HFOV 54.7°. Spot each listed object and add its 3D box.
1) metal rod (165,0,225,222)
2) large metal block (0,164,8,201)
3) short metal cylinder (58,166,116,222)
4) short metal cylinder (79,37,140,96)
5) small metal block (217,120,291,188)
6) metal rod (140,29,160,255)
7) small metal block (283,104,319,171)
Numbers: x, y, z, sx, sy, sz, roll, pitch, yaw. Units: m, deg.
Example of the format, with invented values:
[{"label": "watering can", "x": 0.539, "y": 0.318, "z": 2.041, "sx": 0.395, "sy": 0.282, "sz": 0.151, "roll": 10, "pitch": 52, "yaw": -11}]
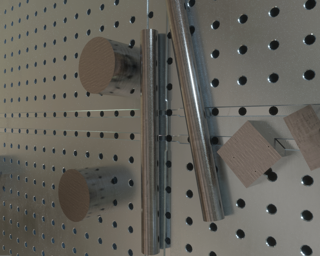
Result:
[{"label": "metal rod", "x": 0.039, "y": -0.041, "z": 0.377, "sx": 0.025, "sy": 0.025, "sz": 0.298, "roll": -16, "pitch": 80, "yaw": 39}, {"label": "large metal block", "x": -0.412, "y": 0.122, "z": 0.734, "sx": 0.080, "sy": 0.050, "sz": 0.079, "roll": 35, "pitch": 112, "yaw": 34}, {"label": "short metal cylinder", "x": -0.116, "y": 0.102, "z": 0.489, "sx": 0.080, "sy": 0.050, "sz": 0.080, "roll": 0, "pitch": 90, "yaw": 40}, {"label": "short metal cylinder", "x": -0.074, "y": -0.088, "z": 0.455, "sx": 0.080, "sy": 0.050, "sz": 0.080, "roll": 0, "pitch": 90, "yaw": 40}, {"label": "small metal block", "x": 0.098, "y": 0.027, "z": 0.329, "sx": 0.050, "sy": 0.025, "sz": 0.050, "roll": -51, "pitch": 60, "yaw": 27}, {"label": "metal rod", "x": -0.014, "y": 0.018, "z": 0.420, "sx": 0.025, "sy": 0.025, "sz": 0.298, "roll": -1, "pitch": 90, "yaw": 40}, {"label": "small metal block", "x": 0.141, "y": 0.008, "z": 0.276, "sx": 0.025, "sy": 0.050, "sz": 0.050, "roll": -34, "pitch": 69, "yaw": 35}]
